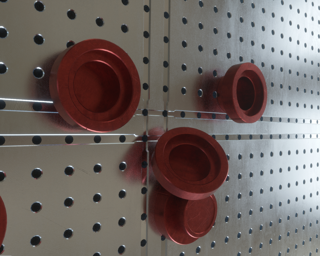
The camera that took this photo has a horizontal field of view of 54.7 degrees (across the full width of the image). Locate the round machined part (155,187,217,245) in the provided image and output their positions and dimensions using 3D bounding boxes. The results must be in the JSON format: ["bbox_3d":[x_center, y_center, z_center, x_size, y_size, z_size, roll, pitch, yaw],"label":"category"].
[{"bbox_3d":[0.043,0.115,0.437,0.099,0.042,0.097,0,90,-40],"label":"round machined part"}]

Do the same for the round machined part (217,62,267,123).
[{"bbox_3d":[0.132,-0.056,0.512,0.099,0.042,0.097,0,90,-40],"label":"round machined part"}]

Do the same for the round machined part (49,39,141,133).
[{"bbox_3d":[-0.073,-0.044,0.338,0.099,0.042,0.097,0,90,-40],"label":"round machined part"}]

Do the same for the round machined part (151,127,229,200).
[{"bbox_3d":[0.036,0.050,0.409,0.099,0.042,0.098,9,52,-11],"label":"round machined part"}]

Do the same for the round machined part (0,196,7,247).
[{"bbox_3d":[-0.181,0.079,0.247,0.099,0.042,0.097,0,90,-40],"label":"round machined part"}]
